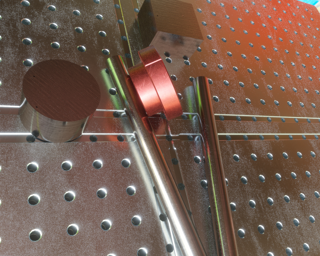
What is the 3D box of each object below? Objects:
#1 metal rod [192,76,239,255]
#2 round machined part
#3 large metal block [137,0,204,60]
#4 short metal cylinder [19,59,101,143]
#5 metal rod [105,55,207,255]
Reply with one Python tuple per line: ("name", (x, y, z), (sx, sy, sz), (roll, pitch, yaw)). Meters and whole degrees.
("metal rod", (0.073, 0.056, 0.415), (0.025, 0.025, 0.299), (10, 57, -23))
("round machined part", (-0.009, -0.054, 0.403), (0.042, 0.098, 0.098), (-24, 71, 0))
("large metal block", (0.015, -0.162, 0.501), (0.081, 0.050, 0.080), (2, 61, -27))
("short metal cylinder", (-0.114, -0.030, 0.350), (0.081, 0.050, 0.080), (14, 56, -21))
("metal rod", (-0.007, 0.036, 0.383), (0.025, 0.025, 0.299), (-11, 67, -33))
